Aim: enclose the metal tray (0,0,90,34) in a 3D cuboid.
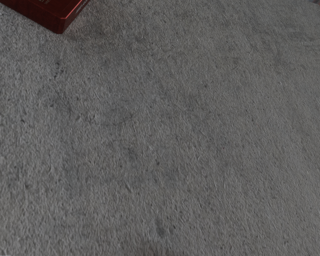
[{"bbox_3d":[-0.151,-0.201,0.441,0.090,0.030,0.130,28,52,-10],"label":"metal tray"}]
